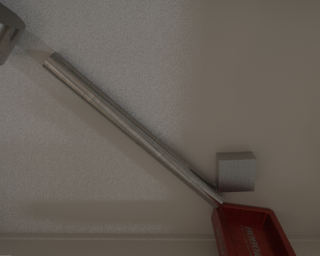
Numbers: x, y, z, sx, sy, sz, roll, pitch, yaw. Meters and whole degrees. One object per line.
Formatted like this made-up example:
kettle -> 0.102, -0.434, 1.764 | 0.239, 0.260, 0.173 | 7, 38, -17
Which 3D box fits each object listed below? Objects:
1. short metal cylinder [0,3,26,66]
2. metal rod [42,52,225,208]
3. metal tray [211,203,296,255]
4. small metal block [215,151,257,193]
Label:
short metal cylinder -> -0.198, -0.112, 0.338 | 0.080, 0.080, 0.050 | 35, 106, -12
metal rod -> -0.025, 0.011, 0.415 | 0.300, 0.025, 0.025 | 41, 105, -14
metal tray -> 0.124, 0.156, 0.414 | 0.091, 0.130, 0.030 | 9, 113, -4
small metal block -> 0.106, 0.062, 0.436 | 0.050, 0.025, 0.050 | -2, 110, 0
